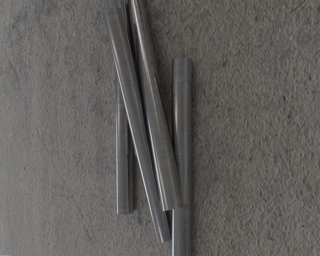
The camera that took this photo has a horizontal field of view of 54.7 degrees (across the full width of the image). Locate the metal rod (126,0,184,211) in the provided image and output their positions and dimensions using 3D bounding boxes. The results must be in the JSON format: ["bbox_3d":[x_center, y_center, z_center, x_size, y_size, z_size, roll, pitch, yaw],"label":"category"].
[{"bbox_3d":[-0.011,-0.049,0.393,0.025,0.025,0.299,-23,69,37],"label":"metal rod"}]

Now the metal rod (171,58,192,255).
[{"bbox_3d":[0.027,0.065,0.382,0.025,0.025,0.298,0,90,40],"label":"metal rod"}]

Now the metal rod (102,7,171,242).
[{"bbox_3d":[-0.027,-0.004,0.397,0.025,0.025,0.298,-13,91,39],"label":"metal rod"}]

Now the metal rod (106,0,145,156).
[{"bbox_3d":[-0.049,-0.111,0.422,0.025,0.025,0.298,-10,90,39],"label":"metal rod"}]

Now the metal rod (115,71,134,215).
[{"bbox_3d":[-0.052,-0.028,0.447,0.025,0.025,0.298,-1,89,40],"label":"metal rod"}]
